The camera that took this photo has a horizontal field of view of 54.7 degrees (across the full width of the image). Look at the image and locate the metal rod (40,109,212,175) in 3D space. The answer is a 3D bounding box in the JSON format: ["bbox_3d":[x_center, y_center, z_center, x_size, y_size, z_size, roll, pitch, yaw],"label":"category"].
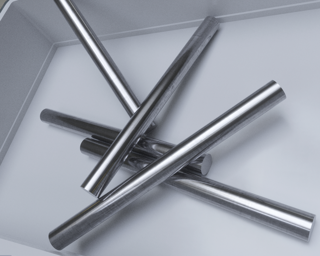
[{"bbox_3d":[-0.068,0.010,0.435,0.300,0.025,0.025,14,69,34],"label":"metal rod"}]

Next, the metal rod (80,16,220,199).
[{"bbox_3d":[-0.001,-0.042,0.405,0.025,0.025,0.300,18,63,35],"label":"metal rod"}]

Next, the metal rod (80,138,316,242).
[{"bbox_3d":[0.016,0.058,0.361,0.300,0.025,0.025,15,70,34],"label":"metal rod"}]

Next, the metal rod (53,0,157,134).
[{"bbox_3d":[-0.096,-0.118,0.448,0.025,0.025,0.299,-35,77,5],"label":"metal rod"}]

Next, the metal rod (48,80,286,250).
[{"bbox_3d":[0.003,0.045,0.343,0.300,0.025,0.025,-35,51,6],"label":"metal rod"}]
